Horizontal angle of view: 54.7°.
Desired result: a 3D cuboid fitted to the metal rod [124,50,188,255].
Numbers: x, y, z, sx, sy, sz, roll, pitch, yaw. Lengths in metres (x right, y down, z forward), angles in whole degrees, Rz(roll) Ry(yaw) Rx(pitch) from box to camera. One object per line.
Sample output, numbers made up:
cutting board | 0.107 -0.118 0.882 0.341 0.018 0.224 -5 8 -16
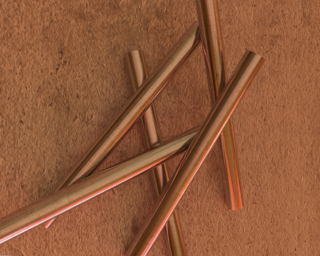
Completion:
metal rod | -0.002 0.049 0.408 0.025 0.025 0.298 -14 95 -20

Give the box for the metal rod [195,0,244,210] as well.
metal rod | 0.079 -0.024 0.397 0.025 0.025 0.298 -20 112 -19

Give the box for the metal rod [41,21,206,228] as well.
metal rod | -0.043 -0.008 0.372 0.025 0.025 0.300 41 85 -16

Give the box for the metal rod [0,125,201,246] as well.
metal rod | -0.073 0.065 0.349 0.302 0.025 0.025 -24 98 -21

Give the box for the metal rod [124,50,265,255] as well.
metal rod | 0.037 0.045 0.378 0.025 0.025 0.299 27 98 -18
